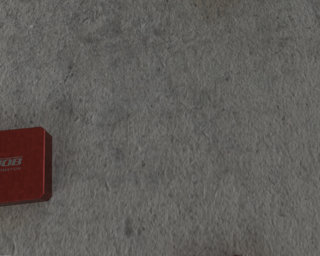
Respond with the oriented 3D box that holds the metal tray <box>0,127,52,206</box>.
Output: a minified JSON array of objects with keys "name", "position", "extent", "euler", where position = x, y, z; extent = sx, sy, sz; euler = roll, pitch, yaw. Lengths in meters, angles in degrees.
[{"name":"metal tray","position":[-0.205,0.051,0.384],"extent":[0.131,0.030,0.090],"euler":[-6,70,-3]}]
